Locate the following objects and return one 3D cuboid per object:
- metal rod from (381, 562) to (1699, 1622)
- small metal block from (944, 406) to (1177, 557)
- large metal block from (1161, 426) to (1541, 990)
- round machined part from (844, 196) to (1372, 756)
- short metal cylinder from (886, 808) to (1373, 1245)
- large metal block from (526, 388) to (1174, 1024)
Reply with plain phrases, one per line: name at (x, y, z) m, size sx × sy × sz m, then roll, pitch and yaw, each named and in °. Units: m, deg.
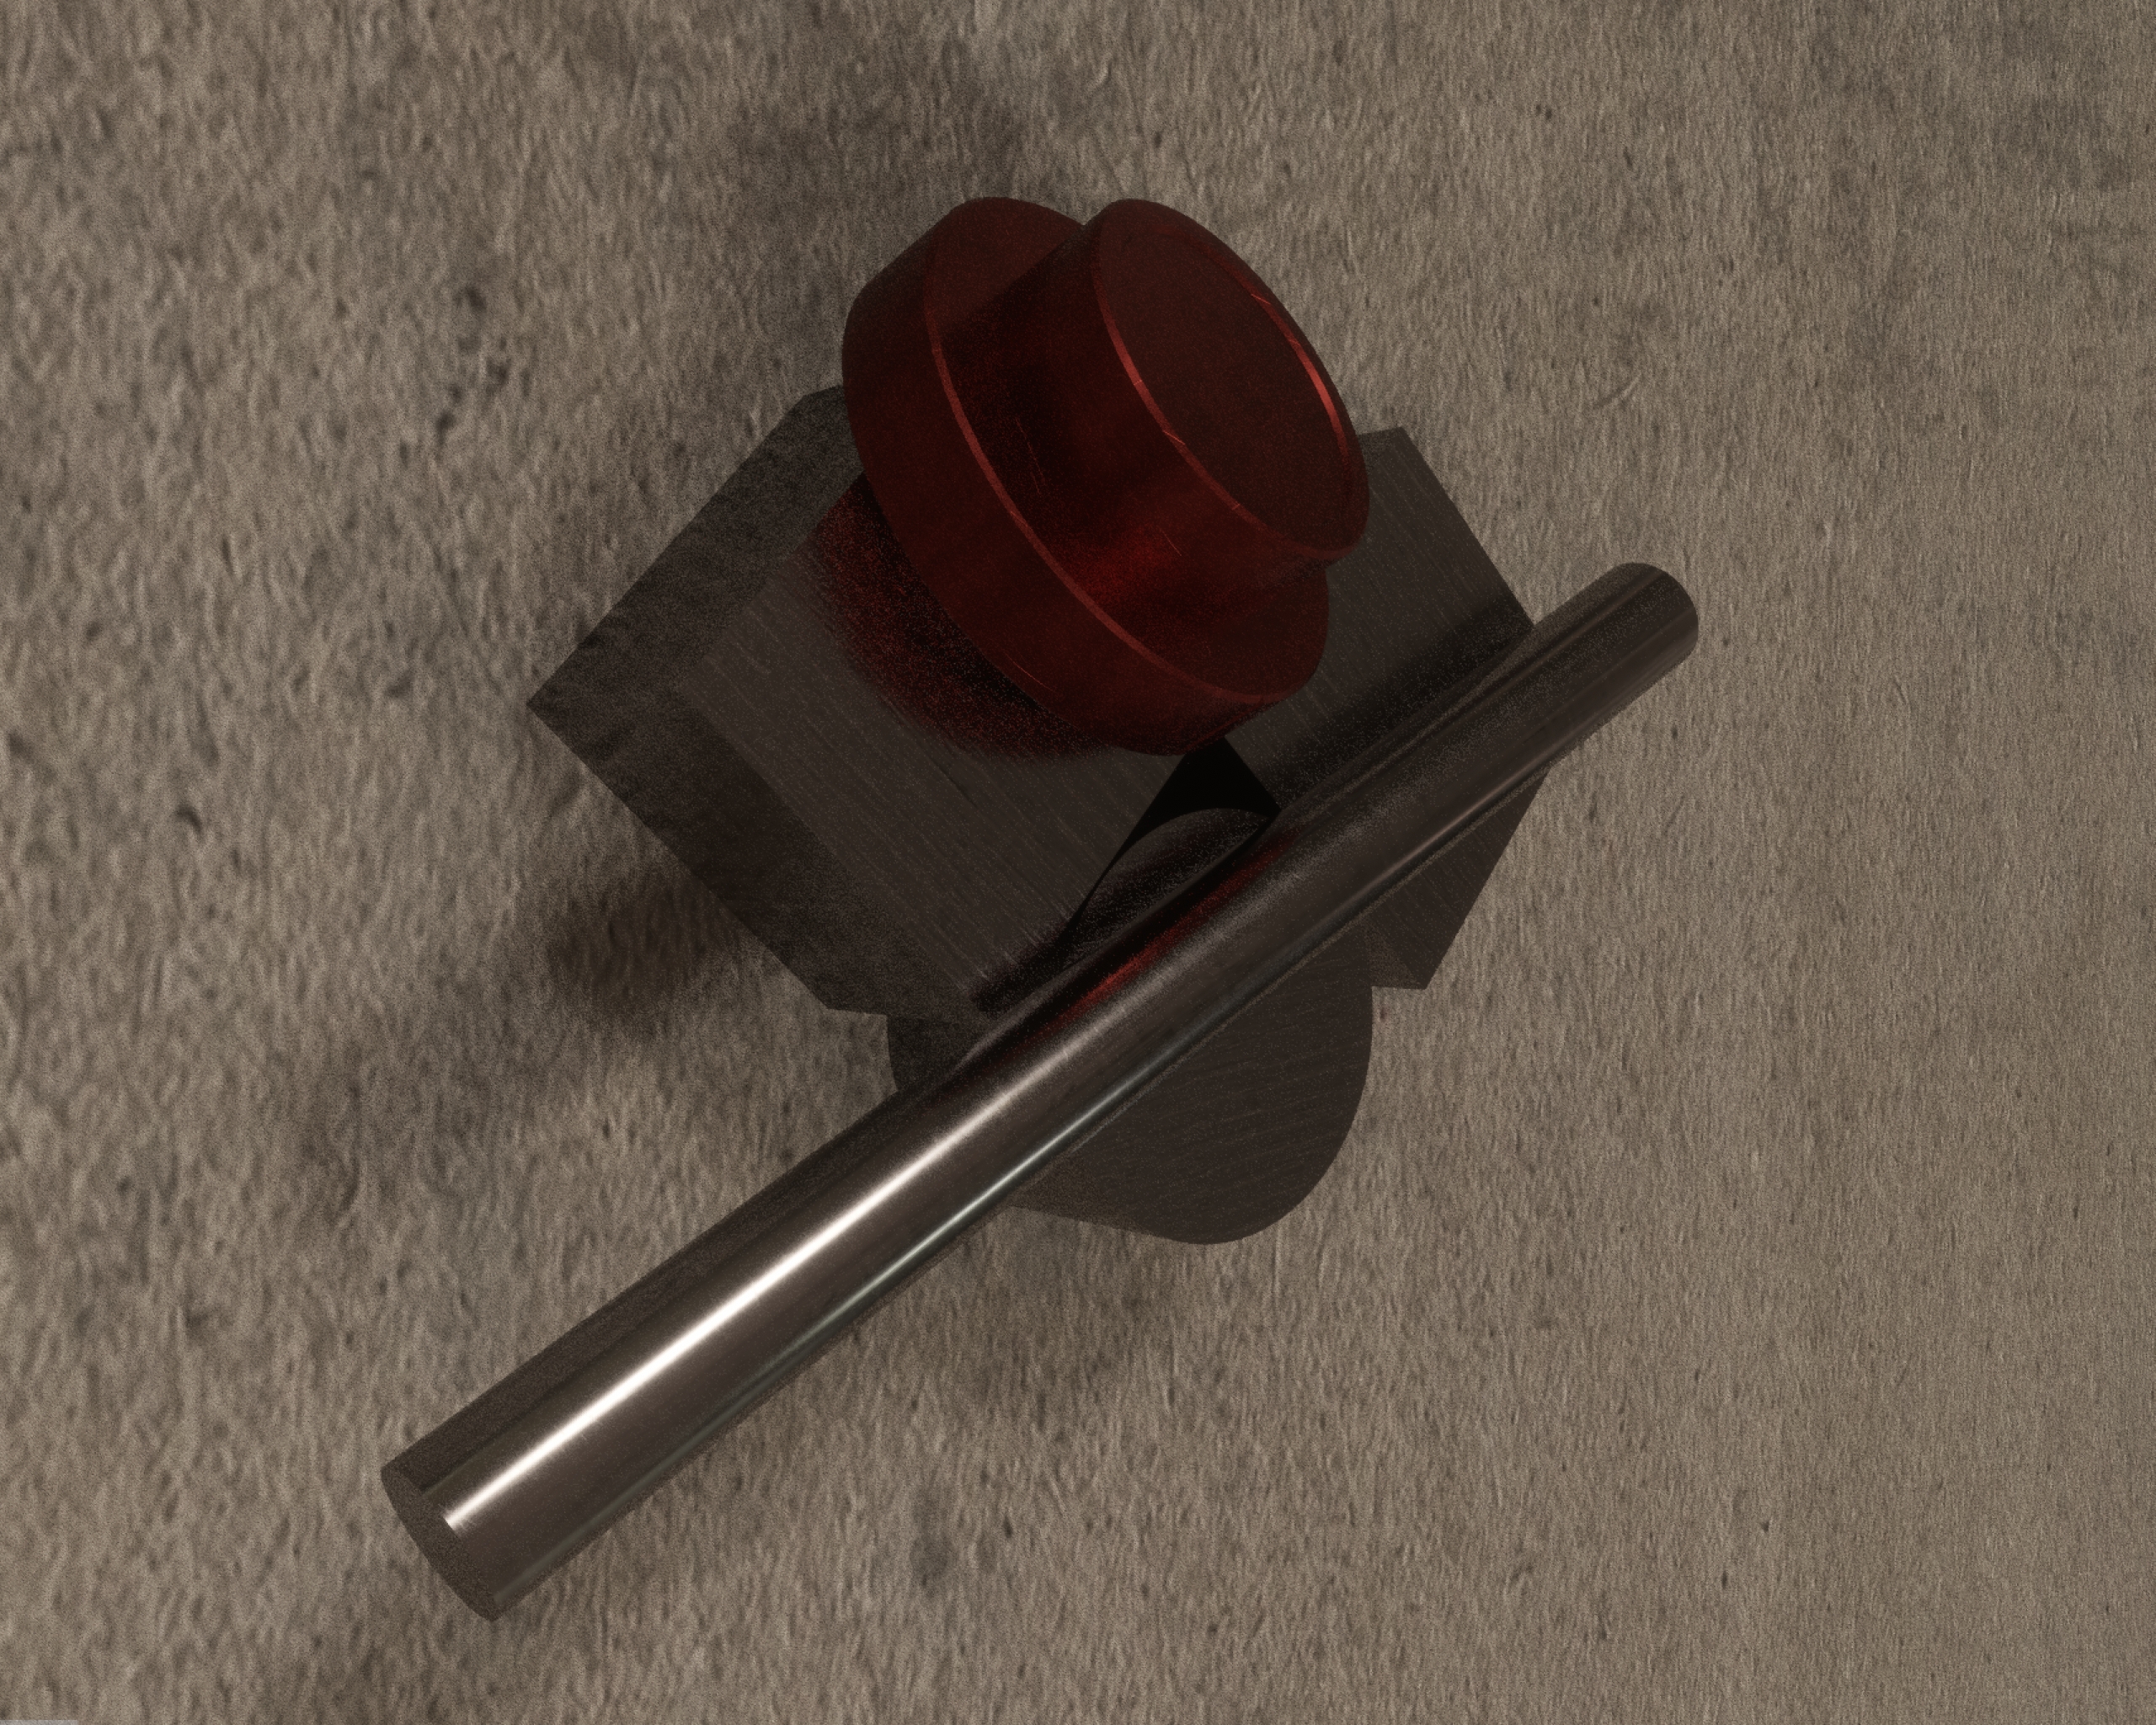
metal rod at (0.019, 0.018, 0.358) m, size 0.302 × 0.025 × 0.025 m, roll -35°, pitch 112°, yaw -35°
small metal block at (0.002, -0.069, 0.408) m, size 0.050 × 0.025 × 0.050 m, roll 50°, pitch 60°, yaw -29°
large metal block at (0.051, -0.031, 0.435) m, size 0.080 × 0.050 × 0.080 m, roll 49°, pitch 61°, yaw -29°
round machined part at (0.012, -0.070, 0.349) m, size 0.098 × 0.042 × 0.098 m, roll 32°, pitch 42°, yaw -34°
short metal cylinder at (0.011, 0.030, 0.400) m, size 0.081 × 0.050 × 0.079 m, roll 0°, pitch 90°, yaw -40°
large metal block at (-0.032, -0.029, 0.363) m, size 0.080 × 0.050 × 0.080 m, roll 50°, pitch 60°, yaw -29°
